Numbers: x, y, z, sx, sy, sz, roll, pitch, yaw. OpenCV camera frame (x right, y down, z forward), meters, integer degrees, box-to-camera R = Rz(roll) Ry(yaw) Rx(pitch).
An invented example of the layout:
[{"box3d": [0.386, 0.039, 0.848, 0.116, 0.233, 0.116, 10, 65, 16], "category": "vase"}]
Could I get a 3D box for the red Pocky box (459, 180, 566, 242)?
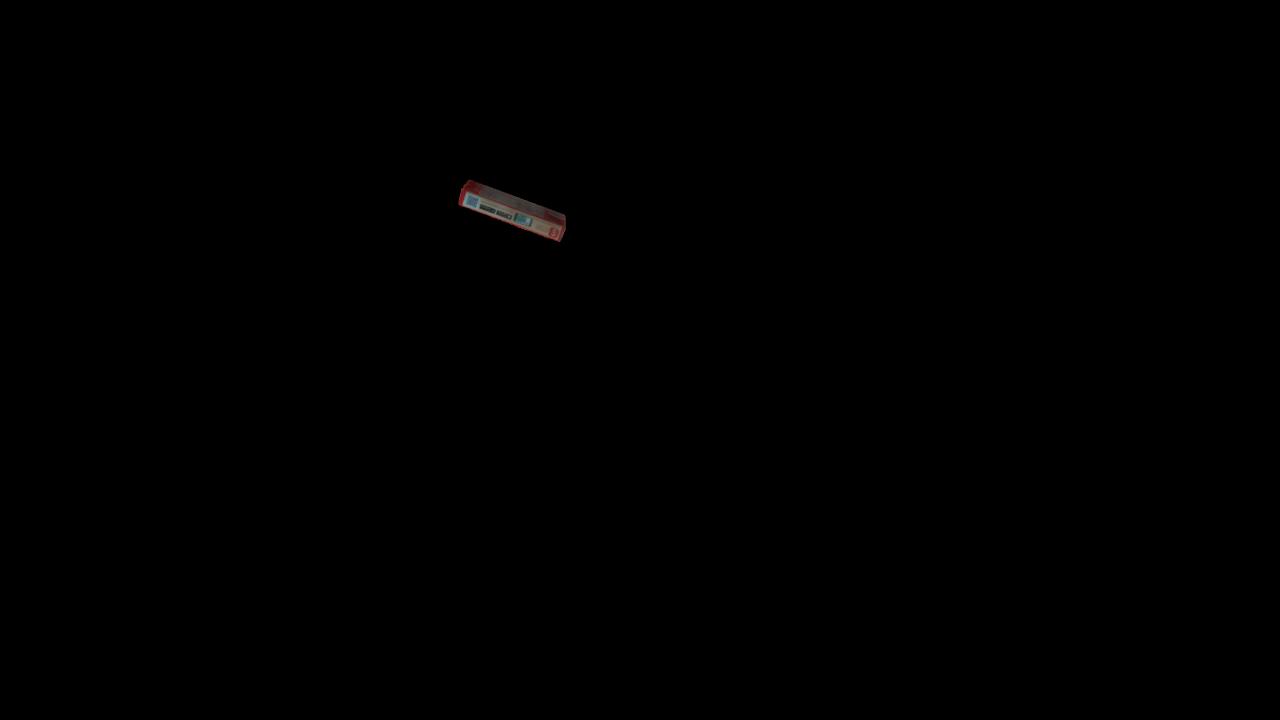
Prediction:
[{"box3d": [-0.188, -0.223, 0.918, 0.155, 0.028, 0.083, 18, 23, -15], "category": "red Pocky box"}]
